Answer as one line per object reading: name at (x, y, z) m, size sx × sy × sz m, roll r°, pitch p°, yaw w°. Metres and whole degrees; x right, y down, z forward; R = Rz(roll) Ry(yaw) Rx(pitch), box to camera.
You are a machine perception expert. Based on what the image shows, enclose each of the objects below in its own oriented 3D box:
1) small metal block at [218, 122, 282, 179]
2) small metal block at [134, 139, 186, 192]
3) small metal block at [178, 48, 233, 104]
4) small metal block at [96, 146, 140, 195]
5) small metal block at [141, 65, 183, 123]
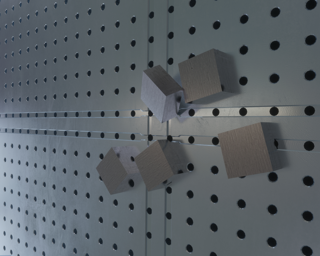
small metal block at (0.095, 0.024, 0.332) m, size 0.050 × 0.025 × 0.050 m, roll -19°, pitch 78°, yaw 38°
small metal block at (-0.001, 0.049, 0.412) m, size 0.050 × 0.025 × 0.050 m, roll -39°, pitch 66°, yaw 33°
small metal block at (0.053, -0.059, 0.367) m, size 0.050 × 0.025 × 0.050 m, roll -16°, pitch 80°, yaw 39°
small metal block at (-0.063, 0.063, 0.463) m, size 0.050 × 0.025 × 0.050 m, roll -50°, pitch 60°, yaw 28°
small metal block at (0.001, -0.043, 0.395) m, size 0.050 × 0.025 × 0.050 m, roll 50°, pitch 152°, yaw 28°
